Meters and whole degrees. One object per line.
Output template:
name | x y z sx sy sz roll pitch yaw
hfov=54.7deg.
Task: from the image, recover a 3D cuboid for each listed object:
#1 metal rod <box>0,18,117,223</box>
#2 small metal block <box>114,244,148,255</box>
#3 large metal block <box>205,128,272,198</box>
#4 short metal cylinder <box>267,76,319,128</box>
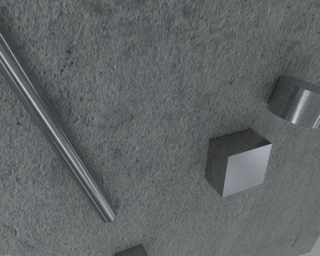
metal rod | -0.113 0.014 0.354 0.025 0.025 0.299 -28 128 -11
small metal block | -0.049 0.231 0.525 0.050 0.025 0.050 -13 124 -22
large metal block | 0.123 0.054 0.494 0.081 0.050 0.079 -13 124 -21
short metal cylinder | 0.210 -0.040 0.464 0.081 0.080 0.050 2 117 -30
